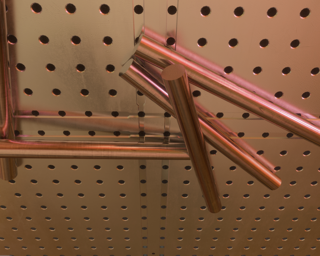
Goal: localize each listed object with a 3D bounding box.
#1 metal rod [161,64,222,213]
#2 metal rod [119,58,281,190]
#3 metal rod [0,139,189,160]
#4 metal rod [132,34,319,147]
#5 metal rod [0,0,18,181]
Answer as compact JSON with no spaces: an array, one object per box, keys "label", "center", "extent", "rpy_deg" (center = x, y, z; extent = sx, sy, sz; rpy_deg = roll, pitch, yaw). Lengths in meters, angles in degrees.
[{"label":"metal rod","center":[0.053,0.039,0.419],"extent":[0.025,0.025,0.299],"rpy_deg":[-12,137,10]},{"label":"metal rod","center":[0.070,0.009,0.420],"extent":[0.301,0.025,0.025],"rpy_deg":[35,121,-27]},{"label":"metal rod","center":[-0.106,0.029,0.414],"extent":[0.302,0.025,0.025],"rpy_deg":[2,131,-10]},{"label":"metal rod","center":[0.107,-0.035,0.383],"extent":[0.302,0.025,0.025],"rpy_deg":[23,126,-19]},{"label":"metal rod","center":[-0.193,-0.041,0.373],"extent":[0.025,0.025,0.298],"rpy_deg":[10,129,-9]}]
